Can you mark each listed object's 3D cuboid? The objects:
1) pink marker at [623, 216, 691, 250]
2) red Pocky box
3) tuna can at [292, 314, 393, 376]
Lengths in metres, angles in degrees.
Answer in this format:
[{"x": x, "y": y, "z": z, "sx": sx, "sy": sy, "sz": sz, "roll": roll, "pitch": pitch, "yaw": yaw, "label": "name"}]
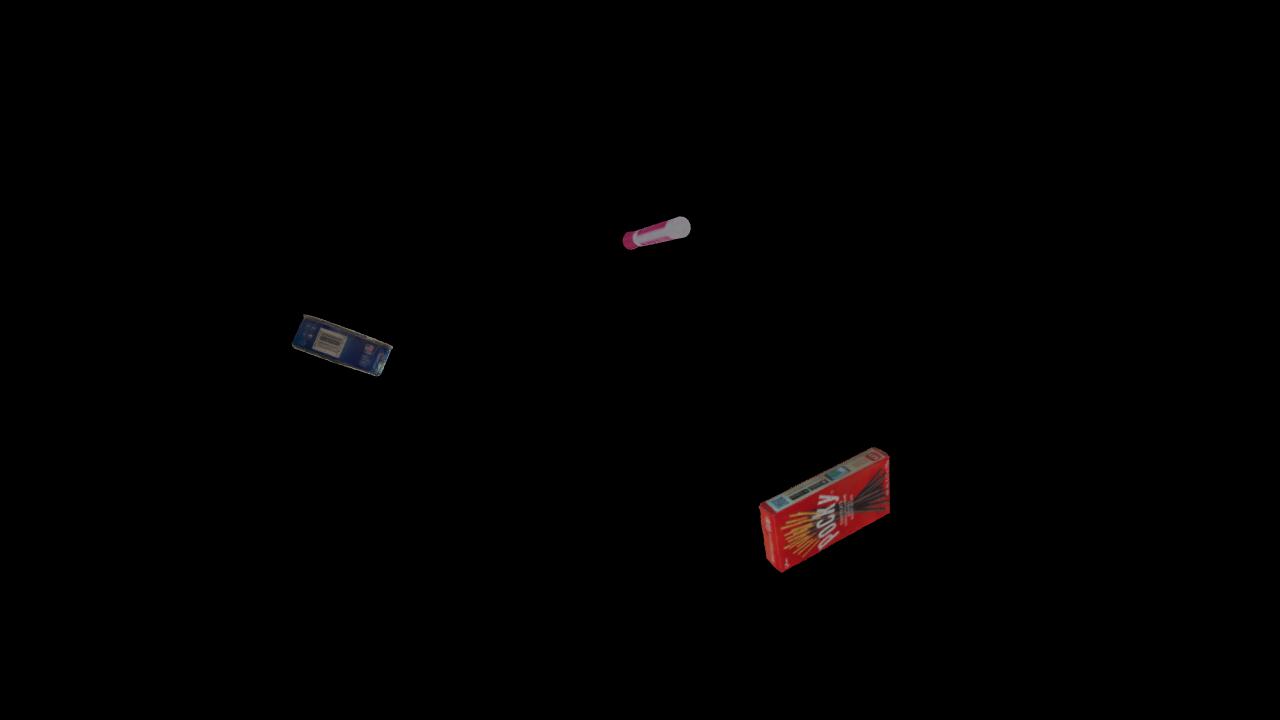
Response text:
[{"x": 0.012, "y": -0.121, "z": 0.597, "sx": 0.020, "sy": 0.020, "sz": 0.121, "roll": 0, "pitch": 4, "yaw": -24, "label": "pink marker"}, {"x": 0.203, "y": 0.160, "z": 0.662, "sx": 0.155, "sy": 0.083, "sz": 0.028, "roll": -22, "pitch": 29, "yaw": -17, "label": "red Pocky box"}, {"x": -0.285, "y": -0.013, "z": 0.592, "sx": 0.084, "sy": 0.034, "sz": 0.084, "roll": 19, "pitch": -8, "yaw": 3, "label": "tuna can"}]
